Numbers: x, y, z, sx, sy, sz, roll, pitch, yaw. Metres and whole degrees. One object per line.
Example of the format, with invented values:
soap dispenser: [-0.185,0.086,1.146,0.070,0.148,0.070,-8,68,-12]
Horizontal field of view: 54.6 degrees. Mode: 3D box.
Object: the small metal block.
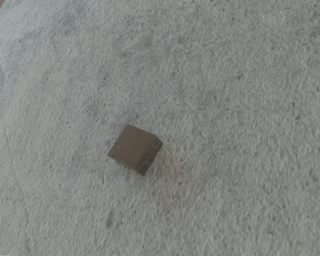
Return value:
small metal block: [-0.032,0.028,0.405,0.050,0.025,0.050,21,73,36]
